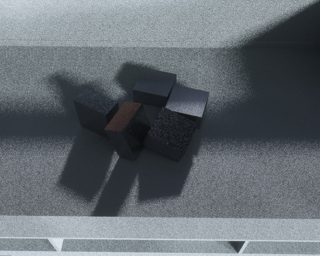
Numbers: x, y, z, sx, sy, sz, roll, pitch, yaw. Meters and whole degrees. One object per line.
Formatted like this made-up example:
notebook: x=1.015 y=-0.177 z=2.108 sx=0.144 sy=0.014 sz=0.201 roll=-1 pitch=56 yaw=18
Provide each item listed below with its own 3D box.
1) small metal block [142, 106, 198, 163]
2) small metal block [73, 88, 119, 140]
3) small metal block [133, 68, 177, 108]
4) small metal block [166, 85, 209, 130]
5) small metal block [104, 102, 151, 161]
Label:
small metal block: x=0.013 y=0.008 z=0.390 sx=0.050 sy=0.025 sz=0.050 roll=27 pitch=53 yaw=0
small metal block: x=-0.080 y=-0.017 z=0.403 sx=0.050 sy=0.050 sz=0.025 roll=24 pitch=54 yaw=19
small metal block: x=-0.007 y=-0.059 z=0.454 sx=0.050 sy=0.025 sz=0.050 roll=13 pitch=51 yaw=10
small metal block: x=0.037 y=-0.030 z=0.430 sx=0.050 sy=0.025 sz=0.050 roll=13 pitch=51 yaw=11
small metal block: x=-0.036 y=0.003 z=0.382 sx=0.025 sy=0.050 sz=0.050 roll=8 pitch=49 yaw=29
